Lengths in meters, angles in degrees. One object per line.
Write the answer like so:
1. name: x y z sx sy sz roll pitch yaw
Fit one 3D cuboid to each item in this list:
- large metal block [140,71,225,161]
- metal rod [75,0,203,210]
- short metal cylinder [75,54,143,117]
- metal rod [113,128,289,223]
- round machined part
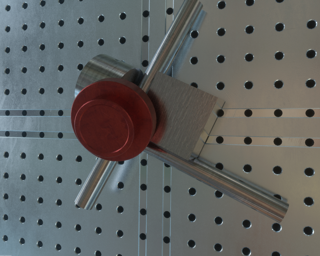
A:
1. large metal block: 0.023 -0.015 0.387 0.080 0.050 0.080 27 99 17
2. metal rod: -0.028 -0.030 0.401 0.025 0.025 0.299 29 92 17
3. short metal cylinder: -0.064 -0.050 0.404 0.050 0.080 0.080 26 99 18
4. metal rod: 0.016 0.037 0.405 0.301 0.025 0.025 26 99 17
5. round machined part: -0.057 -0.005 0.353 0.098 0.042 0.097 4 111 11
